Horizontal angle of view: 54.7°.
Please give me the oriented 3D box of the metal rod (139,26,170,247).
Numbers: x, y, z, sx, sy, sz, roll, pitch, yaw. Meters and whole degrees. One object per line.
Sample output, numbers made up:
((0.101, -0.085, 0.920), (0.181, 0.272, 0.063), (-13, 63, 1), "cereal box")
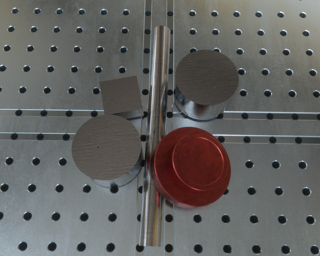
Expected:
((-0.004, -0.004, 0.409), (0.025, 0.025, 0.299), (3, 70, 1), "metal rod")

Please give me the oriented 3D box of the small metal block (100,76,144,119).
((-0.052, -0.040, 0.421), (0.050, 0.025, 0.050), (-10, 70, -4), "small metal block")

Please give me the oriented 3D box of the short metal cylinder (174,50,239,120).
((0.059, -0.057, 0.415), (0.081, 0.050, 0.080), (0, 70, 0), "short metal cylinder")

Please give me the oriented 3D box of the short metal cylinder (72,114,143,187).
((-0.062, 0.029, 0.383), (0.081, 0.050, 0.080), (0, 70, 0), "short metal cylinder")

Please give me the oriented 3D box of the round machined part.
((0.041, 0.044, 0.370), (0.099, 0.042, 0.098), (6, 69, -15), "round machined part")
